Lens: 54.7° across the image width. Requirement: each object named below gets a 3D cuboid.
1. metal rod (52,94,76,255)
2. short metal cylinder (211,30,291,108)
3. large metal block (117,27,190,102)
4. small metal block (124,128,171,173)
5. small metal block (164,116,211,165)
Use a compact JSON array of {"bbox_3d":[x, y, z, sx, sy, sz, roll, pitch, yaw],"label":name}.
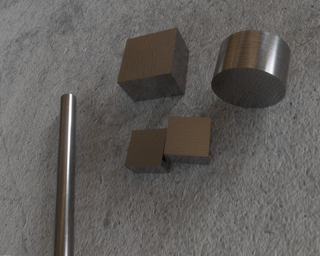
[{"bbox_3d":[-0.130,0.073,0.424,0.025,0.025,0.299,-21,54,15],"label":"metal rod"},{"bbox_3d":[0.103,-0.064,0.353,0.080,0.080,0.050,3,63,29],"label":"short metal cylinder"},{"bbox_3d":[-0.007,-0.089,0.445,0.080,0.050,0.080,-6,59,25],"label":"large metal block"},{"bbox_3d":[-0.012,0.029,0.391,0.050,0.025,0.050,-4,60,26],"label":"small metal block"},{"bbox_3d":[0.034,0.015,0.368,0.050,0.025,0.050,3,62,12],"label":"small metal block"}]
